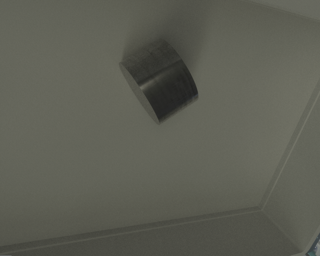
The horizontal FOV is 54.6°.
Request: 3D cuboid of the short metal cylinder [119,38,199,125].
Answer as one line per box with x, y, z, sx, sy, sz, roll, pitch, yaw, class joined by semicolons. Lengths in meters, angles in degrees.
-0.002;-0.050;0.341;0.050;0.080;0.080;-34;129;-6;short metal cylinder
